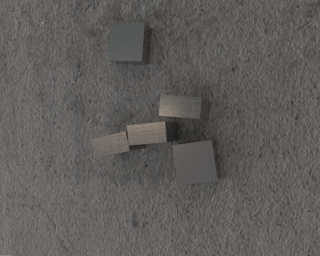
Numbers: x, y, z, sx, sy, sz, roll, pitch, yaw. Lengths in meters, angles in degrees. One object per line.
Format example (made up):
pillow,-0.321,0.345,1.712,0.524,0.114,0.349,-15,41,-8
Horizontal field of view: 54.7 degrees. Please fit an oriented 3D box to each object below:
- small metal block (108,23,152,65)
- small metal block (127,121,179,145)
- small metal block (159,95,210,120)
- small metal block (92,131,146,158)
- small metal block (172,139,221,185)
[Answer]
small metal block,-0.041,-0.114,0.423,0.050,0.025,0.050,5,92,20
small metal block,-0.008,0.007,0.398,0.050,0.050,0.025,-6,88,20
small metal block,0.032,-0.025,0.384,0.050,0.050,0.025,6,92,20
small metal block,-0.054,0.021,0.415,0.050,0.050,0.025,-13,86,19
small metal block,0.047,0.043,0.392,0.050,0.025,0.050,-9,87,19
